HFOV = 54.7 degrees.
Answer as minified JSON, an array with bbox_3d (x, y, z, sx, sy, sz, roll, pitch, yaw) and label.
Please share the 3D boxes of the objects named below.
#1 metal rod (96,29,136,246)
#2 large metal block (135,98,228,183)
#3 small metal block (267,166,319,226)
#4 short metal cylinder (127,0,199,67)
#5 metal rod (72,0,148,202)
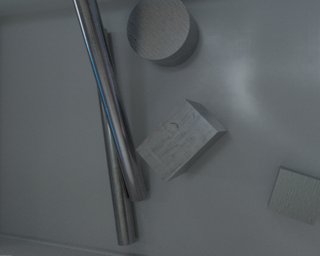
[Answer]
[{"bbox_3d":[-0.066,0.010,0.432,0.025,0.025,0.298,-9,87,19],"label":"metal rod"},{"bbox_3d":[0.030,0.014,0.370,0.080,0.080,0.050,-47,76,14],"label":"large metal block"},{"bbox_3d":[0.156,0.076,0.355,0.050,0.025,0.050,17,96,18],"label":"small metal block"},{"bbox_3d":[0.005,-0.122,0.395,0.080,0.050,0.079,0,90,19],"label":"short metal cylinder"},{"bbox_3d":[-0.060,-0.043,0.369,0.025,0.025,0.298,-5,112,19],"label":"metal rod"}]
